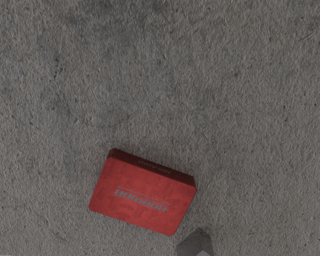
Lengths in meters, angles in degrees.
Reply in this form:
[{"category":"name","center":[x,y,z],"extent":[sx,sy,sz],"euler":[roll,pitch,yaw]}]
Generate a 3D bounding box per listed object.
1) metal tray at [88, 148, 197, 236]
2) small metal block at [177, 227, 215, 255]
[{"category":"metal tray","center":[-0.025,0.093,0.441],"extent":[0.131,0.030,0.089],"euler":[21,109,-8]},{"category":"small metal block","center":[0.053,0.187,0.466],"extent":[0.025,0.050,0.050],"euler":[40,105,-14]}]
